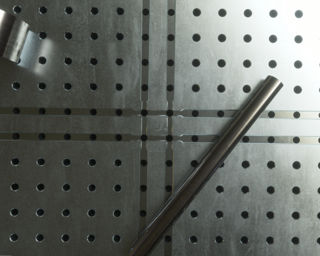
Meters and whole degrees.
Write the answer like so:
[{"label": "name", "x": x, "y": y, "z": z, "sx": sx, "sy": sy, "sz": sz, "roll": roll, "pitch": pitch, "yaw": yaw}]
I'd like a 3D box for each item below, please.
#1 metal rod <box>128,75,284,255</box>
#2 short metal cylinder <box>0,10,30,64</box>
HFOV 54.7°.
[{"label": "metal rod", "x": 0.061, "y": 0.055, "z": 0.413, "sx": 0.025, "sy": 0.025, "sz": 0.300, "roll": 38, "pitch": 90, "yaw": 0}, {"label": "short metal cylinder", "x": -0.211, "y": -0.118, "z": 0.384, "sx": 0.080, "sy": 0.080, "sz": 0.050, "roll": 18, "pitch": 90, "yaw": 0}]
